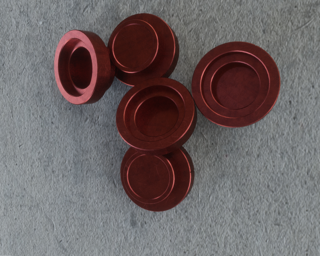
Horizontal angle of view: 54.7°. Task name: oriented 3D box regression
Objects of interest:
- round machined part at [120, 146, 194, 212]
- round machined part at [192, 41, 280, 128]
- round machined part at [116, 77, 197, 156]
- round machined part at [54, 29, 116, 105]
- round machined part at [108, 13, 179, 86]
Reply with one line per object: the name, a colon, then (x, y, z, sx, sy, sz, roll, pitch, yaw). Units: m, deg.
round machined part: (-0.008, 0.060, 0.402, 0.098, 0.042, 0.097, 0, 90, 19)
round machined part: (0.090, -0.049, 0.369, 0.098, 0.042, 0.097, 0, 90, 19)
round machined part: (-0.002, -0.011, 0.390, 0.098, 0.042, 0.098, -6, 65, 14)
round machined part: (-0.099, -0.082, 0.423, 0.098, 0.042, 0.097, 7, 102, 40)
round machined part: (-0.027, -0.104, 0.409, 0.098, 0.042, 0.097, 0, 90, 19)
